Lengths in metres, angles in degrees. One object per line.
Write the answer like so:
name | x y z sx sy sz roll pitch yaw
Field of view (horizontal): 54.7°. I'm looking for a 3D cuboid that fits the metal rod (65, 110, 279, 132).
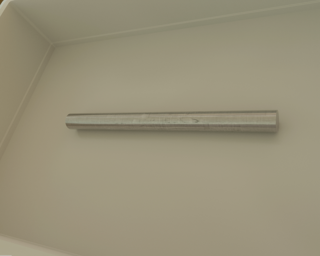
metal rod | -0.004 -0.009 0.409 0.300 0.025 0.025 1 62 28
